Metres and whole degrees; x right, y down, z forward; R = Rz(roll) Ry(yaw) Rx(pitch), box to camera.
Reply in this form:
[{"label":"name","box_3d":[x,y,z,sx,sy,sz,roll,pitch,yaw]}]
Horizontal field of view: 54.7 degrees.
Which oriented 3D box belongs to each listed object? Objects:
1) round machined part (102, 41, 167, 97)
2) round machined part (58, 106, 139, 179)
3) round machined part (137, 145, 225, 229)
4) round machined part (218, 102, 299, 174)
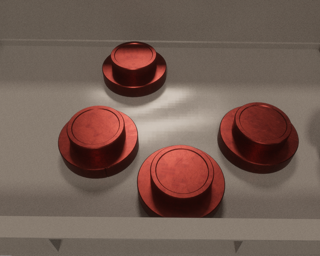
[{"label":"round machined part","box_3d":[-0.039,-0.096,0.474,0.099,0.042,0.098,0,50,0]},{"label":"round machined part","box_3d":[-0.077,0.010,0.384,0.099,0.042,0.098,0,50,0]},{"label":"round machined part","box_3d":[0.023,0.058,0.346,0.099,0.042,0.098,0,50,0]},{"label":"round machined part","box_3d":[0.125,0.005,0.391,0.099,0.042,0.098,0,50,0]}]
